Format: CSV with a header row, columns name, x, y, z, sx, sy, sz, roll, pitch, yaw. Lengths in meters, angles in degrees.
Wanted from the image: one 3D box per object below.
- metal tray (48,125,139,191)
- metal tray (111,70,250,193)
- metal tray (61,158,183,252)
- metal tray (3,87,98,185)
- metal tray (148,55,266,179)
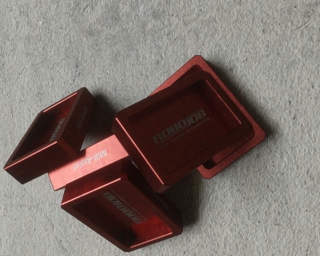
name,x,y,z,sx,sy,sz,roll,pitch,yaw
metal tray,-0.065,0.037,0.397,0.130,0.090,0.030,-26,82,18
metal tray,0.025,-0.001,0.341,0.131,0.030,0.090,-30,77,-28
metal tray,-0.041,0.100,0.377,0.090,0.130,0.030,-26,37,18
metal tray,-0.137,0.005,0.407,0.090,0.130,0.030,-25,120,18
metal tray,0.056,-0.014,0.387,0.090,0.030,0.130,-40,78,15
